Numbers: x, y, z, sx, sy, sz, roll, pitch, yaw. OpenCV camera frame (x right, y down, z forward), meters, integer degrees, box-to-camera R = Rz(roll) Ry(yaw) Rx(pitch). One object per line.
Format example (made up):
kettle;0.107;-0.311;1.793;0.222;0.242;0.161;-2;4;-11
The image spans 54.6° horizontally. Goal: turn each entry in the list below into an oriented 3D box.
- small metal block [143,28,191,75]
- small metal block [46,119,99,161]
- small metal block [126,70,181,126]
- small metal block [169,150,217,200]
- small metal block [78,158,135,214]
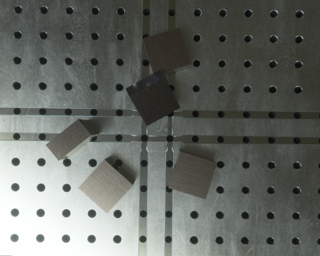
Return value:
small metal block;0.009;-0.099;0.413;0.050;0.025;0.050;-16;90;0
small metal block;-0.111;0.014;0.400;0.050;0.050;0.025;-39;90;0
small metal block;-0.009;-0.039;0.402;0.050;0.025;0.050;-29;124;0
small metal block;0.043;0.061;0.414;0.050;0.025;0.050;17;90;0
small metal block;-0.070;0.076;0.413;0.050;0.025;0.050;42;90;0
